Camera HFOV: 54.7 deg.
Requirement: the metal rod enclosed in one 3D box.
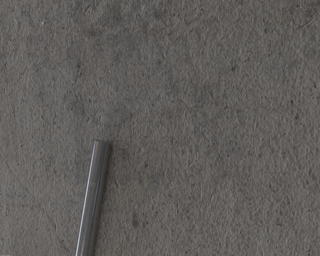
[{"bbox_3d":[-0.107,0.165,0.446,0.025,0.025,0.298,11,94,19],"label":"metal rod"}]
